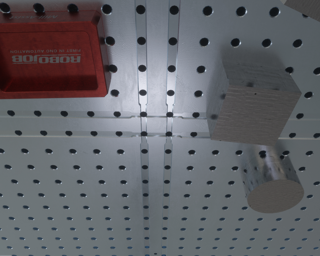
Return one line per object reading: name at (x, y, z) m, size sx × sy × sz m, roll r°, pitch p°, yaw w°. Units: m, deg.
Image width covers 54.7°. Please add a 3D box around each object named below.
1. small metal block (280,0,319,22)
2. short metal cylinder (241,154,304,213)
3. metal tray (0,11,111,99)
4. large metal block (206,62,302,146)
small metal block at (0.151, -0.136, 0.297) m, size 0.050 × 0.025 × 0.050 m, roll 18°, pitch 128°, yaw -15°
short metal cylinder at (0.168, 0.085, 0.469) m, size 0.081 × 0.050 × 0.079 m, roll 0°, pitch 130°, yaw 0°
metal tray at (-0.126, -0.077, 0.340) m, size 0.131 × 0.030 × 0.089 m, roll -1°, pitch 130°, yaw 1°
large metal block at (0.107, -0.027, 0.373) m, size 0.081 × 0.050 × 0.079 m, roll 6°, pitch 130°, yaw -5°
